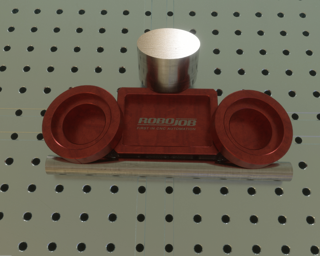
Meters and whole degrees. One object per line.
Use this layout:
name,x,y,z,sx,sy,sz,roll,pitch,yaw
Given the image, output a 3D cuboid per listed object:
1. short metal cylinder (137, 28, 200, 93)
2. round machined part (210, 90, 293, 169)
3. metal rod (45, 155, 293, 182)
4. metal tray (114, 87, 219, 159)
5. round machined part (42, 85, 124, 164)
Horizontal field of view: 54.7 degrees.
short metal cylinder,0.011,-0.091,0.412,0.081,0.050,0.080,0,44,0
round machined part,0.111,0.004,0.393,0.099,0.042,0.098,3,68,-7
metal rod,0.011,0.050,0.389,0.302,0.025,0.025,2,70,0
metal tray,0.009,-0.006,0.407,0.131,0.030,0.090,1,71,0
round machined part,-0.093,-0.002,0.393,0.099,0.042,0.098,-3,67,7
